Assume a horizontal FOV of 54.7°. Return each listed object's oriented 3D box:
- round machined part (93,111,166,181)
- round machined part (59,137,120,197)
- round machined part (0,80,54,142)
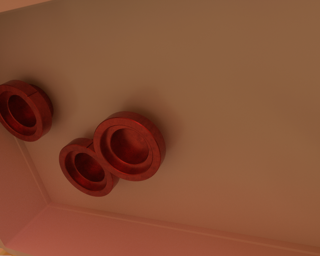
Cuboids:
[{"bbox_3d":[-0.038,0.021,0.425,0.098,0.042,0.097,9,119,17],"label":"round machined part"},{"bbox_3d":[-0.105,0.056,0.486,0.098,0.042,0.097,13,124,20],"label":"round machined part"},{"bbox_3d":[-0.209,-0.030,0.486,0.098,0.042,0.097,13,124,20],"label":"round machined part"}]
